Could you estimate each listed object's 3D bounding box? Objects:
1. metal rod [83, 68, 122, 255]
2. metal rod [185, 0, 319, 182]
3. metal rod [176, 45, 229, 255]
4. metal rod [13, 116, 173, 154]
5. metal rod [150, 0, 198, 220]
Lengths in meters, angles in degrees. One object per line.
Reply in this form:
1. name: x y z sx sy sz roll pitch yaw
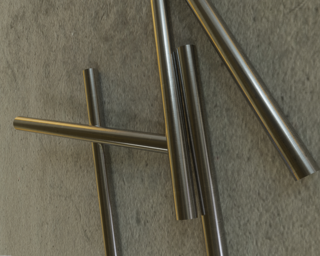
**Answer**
1. metal rod: -0.088 0.056 0.475 0.025 0.025 0.298 -14 81 39
2. metal rod: 0.077 -0.083 0.339 0.025 0.025 0.299 -39 67 33
3. metal rod: 0.052 0.050 0.360 0.025 0.025 0.298 -13 82 39
4. metal rod: -0.109 0.007 0.458 0.300 0.025 0.025 7 94 29
5. metal rod: 0.013 -0.044 0.376 0.025 0.025 0.298 -16 75 38
